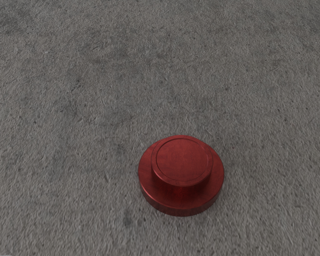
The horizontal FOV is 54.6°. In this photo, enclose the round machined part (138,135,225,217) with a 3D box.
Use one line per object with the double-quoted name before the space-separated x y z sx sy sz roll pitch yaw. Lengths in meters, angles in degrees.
"round machined part" 0.024 0.046 0.354 0.099 0.042 0.098 0 50 0
